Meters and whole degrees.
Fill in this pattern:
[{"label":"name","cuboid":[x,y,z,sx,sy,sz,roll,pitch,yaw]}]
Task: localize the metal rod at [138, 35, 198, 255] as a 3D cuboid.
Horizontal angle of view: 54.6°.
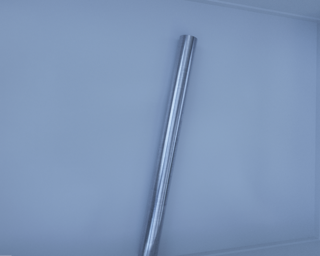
[{"label":"metal rod","cuboid":[0.011,0.024,0.414,0.025,0.025,0.299,12,86,-20]}]
